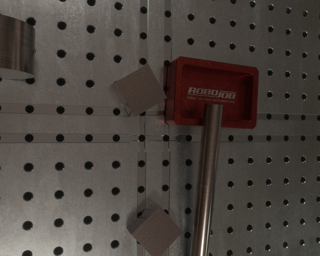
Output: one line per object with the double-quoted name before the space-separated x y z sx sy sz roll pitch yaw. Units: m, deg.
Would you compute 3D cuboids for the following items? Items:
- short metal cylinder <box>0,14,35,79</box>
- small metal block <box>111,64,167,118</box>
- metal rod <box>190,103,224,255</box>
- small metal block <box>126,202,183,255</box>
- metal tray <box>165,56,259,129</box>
"short metal cylinder" -0.173 -0.081 0.320 0.081 0.080 0.050 1 90 -20
"small metal block" -0.027 -0.048 0.403 0.050 0.025 0.050 -33 101 -17
"metal rod" 0.058 0.117 0.417 0.025 0.025 0.298 3 96 -20
"small metal block" -0.007 0.136 0.411 0.050 0.025 0.050 -43 104 -15
"metal tray" 0.075 -0.046 0.439 0.131 0.030 0.089 3 89 -21
